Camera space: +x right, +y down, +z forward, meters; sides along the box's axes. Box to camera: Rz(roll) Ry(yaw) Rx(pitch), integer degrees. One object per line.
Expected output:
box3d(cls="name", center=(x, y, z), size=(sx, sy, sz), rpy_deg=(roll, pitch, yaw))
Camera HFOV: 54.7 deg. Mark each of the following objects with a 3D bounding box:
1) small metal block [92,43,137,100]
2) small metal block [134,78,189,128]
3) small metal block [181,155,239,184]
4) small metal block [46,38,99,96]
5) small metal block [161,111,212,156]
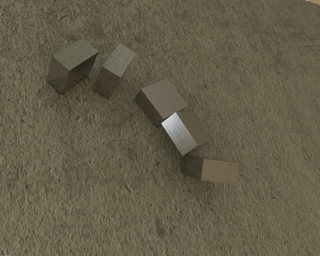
box3d(cls="small metal block", center=(-0.059, -0.072, 0.400), size=(0.025, 0.050, 0.050), rpy_deg=(31, 52, -9))
box3d(cls="small metal block", center=(0.002, -0.035, 0.426), size=(0.050, 0.025, 0.050), rpy_deg=(-29, 78, -37))
box3d(cls="small metal block", center=(0.061, 0.050, 0.386), size=(0.050, 0.050, 0.025), rpy_deg=(9, 88, -24))
box3d(cls="small metal block", center=(-0.107, -0.074, 0.375), size=(0.025, 0.050, 0.050), rpy_deg=(42, 51, 0))
box3d(cls="small metal block", center=(0.036, 0.006, 0.406), size=(0.050, 0.025, 0.050), rpy_deg=(57, 26, 13))
